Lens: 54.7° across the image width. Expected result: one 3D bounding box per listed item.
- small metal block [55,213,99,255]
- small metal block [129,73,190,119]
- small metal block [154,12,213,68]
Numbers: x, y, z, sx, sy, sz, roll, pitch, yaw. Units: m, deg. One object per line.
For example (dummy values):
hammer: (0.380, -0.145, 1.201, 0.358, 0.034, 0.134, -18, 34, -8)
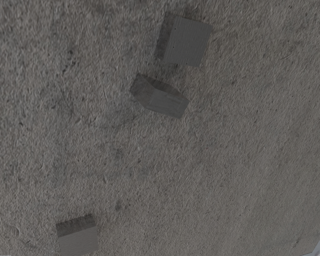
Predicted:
small metal block: (-0.117, 0.155, 0.439, 0.050, 0.025, 0.050, -12, 124, -22)
small metal block: (-0.001, -0.038, 0.366, 0.050, 0.050, 0.025, 15, 110, -35)
small metal block: (0.027, -0.101, 0.358, 0.050, 0.025, 0.050, 3, 117, -30)
